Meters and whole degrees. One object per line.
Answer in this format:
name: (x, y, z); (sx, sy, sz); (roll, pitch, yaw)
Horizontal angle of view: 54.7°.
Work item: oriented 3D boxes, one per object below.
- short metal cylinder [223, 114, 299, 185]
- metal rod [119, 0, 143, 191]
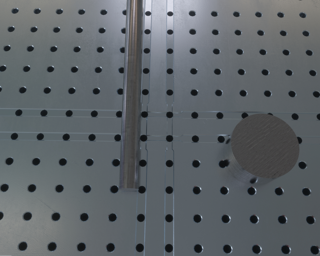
short metal cylinder: (0.124, 0.028, 0.389); (0.081, 0.050, 0.080); (0, 70, 0)
metal rod: (-0.039, -0.064, 0.434); (0.025, 0.025, 0.299); (0, 70, 0)
